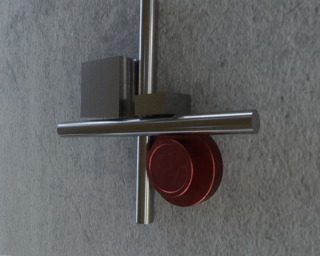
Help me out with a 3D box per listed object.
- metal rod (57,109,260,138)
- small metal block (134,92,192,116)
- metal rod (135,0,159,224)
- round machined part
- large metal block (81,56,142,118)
[{"bbox_3d":[-0.027,-0.002,0.394,0.300,0.025,0.025,-2,89,35],"label":"metal rod"},{"bbox_3d":[0.004,-0.028,0.385,0.050,0.050,0.025,-2,89,39],"label":"small metal block"},{"bbox_3d":[-0.018,-0.022,0.419,0.025,0.025,0.298,2,91,39],"label":"metal rod"},{"bbox_3d":[0.022,0.047,0.374,0.098,0.042,0.097,0,90,39],"label":"round machined part"},{"bbox_3d":[-0.067,-0.054,0.442,0.080,0.050,0.079,1,91,39],"label":"large metal block"}]
